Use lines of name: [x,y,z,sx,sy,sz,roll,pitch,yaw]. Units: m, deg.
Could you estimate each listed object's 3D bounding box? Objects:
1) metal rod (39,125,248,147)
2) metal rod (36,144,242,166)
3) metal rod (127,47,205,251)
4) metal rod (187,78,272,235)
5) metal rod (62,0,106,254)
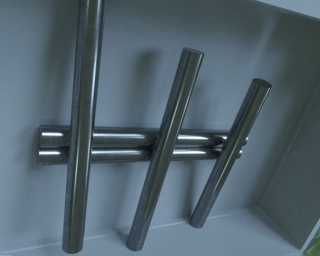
metal rod: [-0.001,0.013,0.416,0.303,0.025,0.025,2,118,-30]
metal rod: [-0.008,0.034,0.426,0.303,0.025,0.025,2,118,-30]
metal rod: [0.000,0.045,0.404,0.025,0.025,0.298,1,118,-30]
metal rod: [0.094,0.063,0.470,0.025,0.025,0.298,-4,129,-27]
metal rod: [-0.085,0.007,0.335,0.025,0.025,0.298,-1,111,-29]
